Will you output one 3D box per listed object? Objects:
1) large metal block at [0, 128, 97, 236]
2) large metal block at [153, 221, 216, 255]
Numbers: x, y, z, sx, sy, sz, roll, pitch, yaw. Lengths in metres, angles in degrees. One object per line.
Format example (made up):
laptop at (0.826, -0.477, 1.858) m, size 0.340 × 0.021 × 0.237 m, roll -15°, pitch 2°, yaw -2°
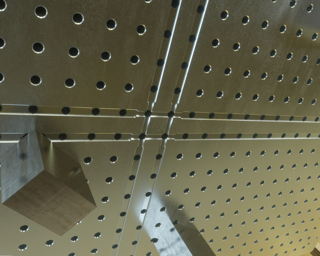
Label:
large metal block at (-0.124, 0.059, 0.344) m, size 0.050 × 0.080 × 0.080 m, roll -40°, pitch 129°, yaw -1°
large metal block at (0.047, 0.216, 0.534) m, size 0.080 × 0.080 × 0.050 m, roll 31°, pitch 101°, yaw -38°
